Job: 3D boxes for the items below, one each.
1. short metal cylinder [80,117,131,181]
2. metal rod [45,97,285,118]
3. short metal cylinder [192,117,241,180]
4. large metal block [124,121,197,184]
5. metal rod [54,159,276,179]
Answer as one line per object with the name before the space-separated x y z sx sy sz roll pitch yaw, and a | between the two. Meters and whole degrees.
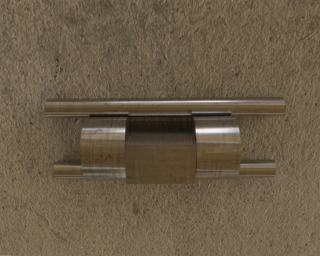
short metal cylinder | -0.065 0.026 0.390 0.050 0.080 0.079 -1 110 0
metal rod | 0.007 -0.027 0.401 0.302 0.025 0.025 -1 110 0
short metal cylinder | 0.067 0.025 0.391 0.050 0.080 0.079 -1 110 0
large metal block | 0.001 0.028 0.389 0.081 0.080 0.050 0 110 0
metal rod | 0.007 0.058 0.432 0.302 0.025 0.025 -1 110 0
